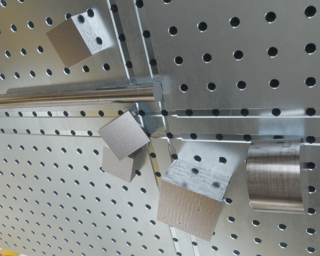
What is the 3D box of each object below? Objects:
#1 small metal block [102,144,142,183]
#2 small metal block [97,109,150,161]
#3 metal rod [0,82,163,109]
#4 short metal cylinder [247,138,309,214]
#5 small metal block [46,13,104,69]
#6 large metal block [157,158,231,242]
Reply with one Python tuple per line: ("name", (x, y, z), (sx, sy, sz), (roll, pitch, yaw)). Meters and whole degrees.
("small metal block", (-0.059, 0.049, 0.470), (0.050, 0.025, 0.050), (23, 128, 14))
("small metal block", (-0.049, 0.009, 0.426), (0.050, 0.025, 0.050), (-34, 101, 4))
("metal rod", (-0.136, -0.045, 0.452), (0.300, 0.025, 0.025), (0, 118, 28))
("short metal cylinder", (0.131, 0.052, 0.338), (0.050, 0.080, 0.080), (-4, 116, 30))
("small metal block", (-0.110, -0.111, 0.398), (0.050, 0.025, 0.050), (-16, 110, 34))
("large metal block", (0.045, 0.099, 0.432), (0.080, 0.050, 0.079), (18, 125, 17))
